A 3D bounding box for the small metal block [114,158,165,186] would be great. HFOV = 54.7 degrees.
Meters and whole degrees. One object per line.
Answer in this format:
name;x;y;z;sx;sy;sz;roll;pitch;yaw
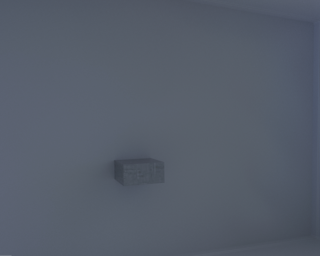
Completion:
small metal block;-0.027;0.054;0.388;0.050;0.050;0.025;-1;91;-20
